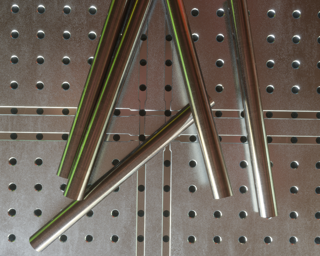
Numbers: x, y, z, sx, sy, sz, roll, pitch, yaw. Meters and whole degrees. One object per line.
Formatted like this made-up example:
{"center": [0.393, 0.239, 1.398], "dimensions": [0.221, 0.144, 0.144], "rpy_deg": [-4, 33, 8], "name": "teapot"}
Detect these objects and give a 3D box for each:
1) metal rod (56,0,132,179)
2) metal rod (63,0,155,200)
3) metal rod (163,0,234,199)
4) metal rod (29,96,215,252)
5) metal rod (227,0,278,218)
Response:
{"center": [-0.080, -0.078, 0.412], "dimensions": [0.025, 0.025, 0.298], "rpy_deg": [18, 90, -1], "name": "metal rod"}
{"center": [-0.062, -0.053, 0.403], "dimensions": [0.025, 0.025, 0.299], "rpy_deg": [19, 86, -1], "name": "metal rod"}
{"center": [0.043, -0.062, 0.392], "dimensions": [0.025, 0.025, 0.298], "rpy_deg": [-13, 82, 0], "name": "metal rod"}
{"center": [-0.049, 0.057, 0.412], "dimensions": [0.300, 0.025, 0.025], "rpy_deg": [-40, 91, -1], "name": "metal rod"}
{"center": [0.124, -0.031, 0.415], "dimensions": [0.025, 0.025, 0.298], "rpy_deg": [-8, 90, 0], "name": "metal rod"}
